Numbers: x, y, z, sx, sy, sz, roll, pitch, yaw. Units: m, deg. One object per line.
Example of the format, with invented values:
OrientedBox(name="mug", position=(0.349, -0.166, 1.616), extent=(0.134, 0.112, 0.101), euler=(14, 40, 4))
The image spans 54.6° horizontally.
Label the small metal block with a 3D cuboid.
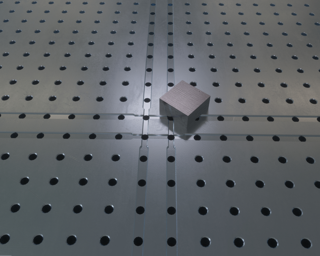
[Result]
OrientedBox(name="small metal block", position=(0.035, -0.035, 0.437), extent=(0.050, 0.025, 0.050), euler=(34, 58, 25))
